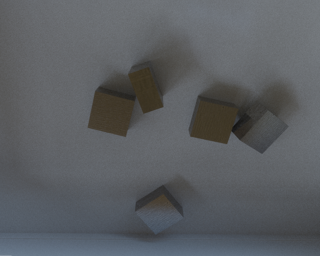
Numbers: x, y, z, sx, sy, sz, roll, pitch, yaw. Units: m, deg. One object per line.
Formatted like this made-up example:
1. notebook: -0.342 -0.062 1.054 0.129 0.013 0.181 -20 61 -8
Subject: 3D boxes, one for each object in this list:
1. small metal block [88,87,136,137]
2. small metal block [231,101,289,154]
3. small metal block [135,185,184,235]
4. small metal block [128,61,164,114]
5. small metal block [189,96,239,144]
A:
1. small metal block: -0.062 -0.021 0.403 0.050 0.025 0.050 14 109 -6
2. small metal block: 0.130 0.000 0.404 0.050 0.025 0.050 28 109 -34
3. small metal block: -0.001 0.120 0.456 0.050 0.025 0.050 -35 107 11
4. small metal block: -0.016 -0.051 0.379 0.025 0.050 0.050 -19 109 6
5. small metal block: 0.069 -0.011 0.408 0.050 0.025 0.050 12 110 -5
